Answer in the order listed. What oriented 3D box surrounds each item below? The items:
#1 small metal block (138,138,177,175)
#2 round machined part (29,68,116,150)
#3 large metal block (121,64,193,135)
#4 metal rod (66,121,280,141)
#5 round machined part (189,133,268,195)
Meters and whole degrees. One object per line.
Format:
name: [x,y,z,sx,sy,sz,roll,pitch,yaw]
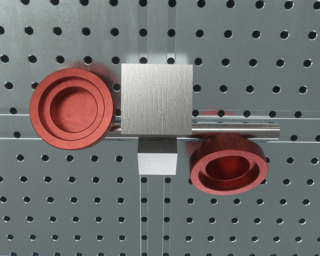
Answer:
small metal block: [-0.003,0.039,0.417,0.050,0.025,0.050,1,139,-1]
round machined part: [-0.103,-0.021,0.382,0.099,0.042,0.097,0,84,-1]
large metal block: [-0.004,-0.033,0.376,0.081,0.050,0.079,1,92,-1]
metal rod: [0.006,0.003,0.415,0.302,0.025,0.025,0,110,-1]
round machined part: [0.087,0.044,0.408,0.099,0.042,0.097,0,136,0]
